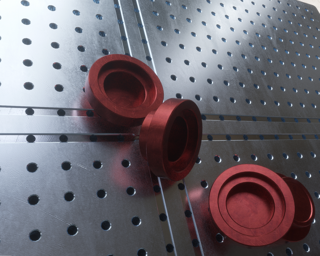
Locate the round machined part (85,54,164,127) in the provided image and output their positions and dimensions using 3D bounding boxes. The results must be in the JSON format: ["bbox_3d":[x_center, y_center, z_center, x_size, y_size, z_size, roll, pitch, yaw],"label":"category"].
[{"bbox_3d":[-0.048,-0.044,0.399,0.099,0.042,0.098,14,56,-21],"label":"round machined part"}]

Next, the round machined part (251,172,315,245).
[{"bbox_3d":[0.172,0.106,0.428,0.099,0.042,0.098,14,56,-21],"label":"round machined part"}]

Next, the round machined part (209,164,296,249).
[{"bbox_3d":[0.110,0.097,0.381,0.099,0.042,0.098,-3,61,6],"label":"round machined part"}]

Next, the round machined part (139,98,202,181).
[{"bbox_3d":[0.011,0.012,0.375,0.042,0.097,0.098,10,42,32],"label":"round machined part"}]
